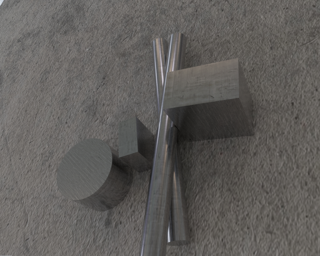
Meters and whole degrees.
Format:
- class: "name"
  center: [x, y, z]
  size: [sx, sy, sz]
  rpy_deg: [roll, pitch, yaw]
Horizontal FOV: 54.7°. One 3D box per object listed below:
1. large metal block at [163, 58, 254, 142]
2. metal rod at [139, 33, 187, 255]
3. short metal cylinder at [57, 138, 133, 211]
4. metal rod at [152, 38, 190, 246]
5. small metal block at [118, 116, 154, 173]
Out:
- class: "large metal block"
  center: [0.059, -0.027, 0.355]
  size: [0.080, 0.080, 0.050]
  rpy_deg: [-7, 59, 24]
- class: "metal rod"
  center: [0.009, -0.003, 0.369]
  size: [0.025, 0.025, 0.300]
  rpy_deg: [-8, 54, 24]
- class: "short metal cylinder"
  center: [-0.082, 0.060, 0.394]
  size: [0.080, 0.050, 0.080]
  rpy_deg: [-13, 56, 21]
- class: "metal rod"
  center: [0.009, -0.006, 0.402]
  size: [0.025, 0.025, 0.299]
  rpy_deg: [-17, 55, 18]
- class: "small metal block"
  center: [-0.028, 0.022, 0.389]
  size: [0.025, 0.050, 0.050]
  rpy_deg: [-18, 55, 18]
